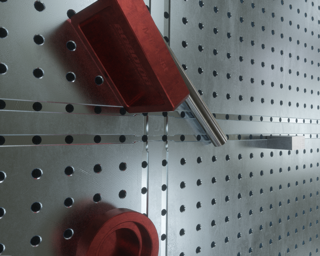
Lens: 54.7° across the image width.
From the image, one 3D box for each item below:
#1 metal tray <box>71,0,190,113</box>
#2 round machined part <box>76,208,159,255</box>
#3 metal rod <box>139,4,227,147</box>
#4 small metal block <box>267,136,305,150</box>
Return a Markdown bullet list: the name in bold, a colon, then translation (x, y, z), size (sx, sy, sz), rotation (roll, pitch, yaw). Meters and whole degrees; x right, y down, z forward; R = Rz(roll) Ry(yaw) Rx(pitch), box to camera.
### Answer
- **metal tray**: translation (-0.033, -0.078, 0.340), size (0.030, 0.090, 0.130), rotation (-45, 117, -31)
- **round machined part**: translation (-0.052, 0.141, 0.357), size (0.099, 0.042, 0.097), rotation (0, 90, -40)
- **metal rod**: translation (0.015, -0.085, 0.423), size (0.025, 0.025, 0.300), rotation (-53, 121, -27)
- **small metal block**: translation (0.245, 0.028, 0.602), size (0.050, 0.050, 0.025), rotation (-1, 91, -40)
